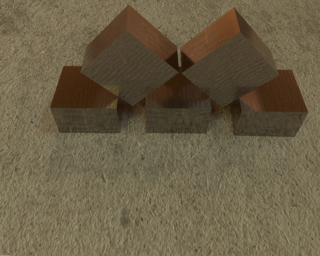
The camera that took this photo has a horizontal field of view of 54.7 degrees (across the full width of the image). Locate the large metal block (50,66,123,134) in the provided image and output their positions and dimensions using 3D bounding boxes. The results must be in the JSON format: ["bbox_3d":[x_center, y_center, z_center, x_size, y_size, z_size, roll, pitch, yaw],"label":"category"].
[{"bbox_3d":[-0.093,-0.039,0.420,0.081,0.050,0.080,0,50,0],"label":"large metal block"}]

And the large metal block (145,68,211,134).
[{"bbox_3d":[0.023,-0.038,0.421,0.081,0.050,0.080,1,50,0],"label":"large metal block"}]

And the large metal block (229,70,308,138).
[{"bbox_3d":[0.140,-0.034,0.420,0.081,0.050,0.080,1,50,0],"label":"large metal block"}]

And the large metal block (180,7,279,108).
[{"bbox_3d":[0.082,-0.082,0.377,0.080,0.080,0.050,-32,40,33],"label":"large metal block"}]

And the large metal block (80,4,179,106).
[{"bbox_3d":[-0.035,-0.083,0.374,0.080,0.080,0.050,32,40,-34],"label":"large metal block"}]
